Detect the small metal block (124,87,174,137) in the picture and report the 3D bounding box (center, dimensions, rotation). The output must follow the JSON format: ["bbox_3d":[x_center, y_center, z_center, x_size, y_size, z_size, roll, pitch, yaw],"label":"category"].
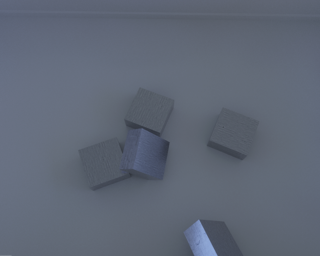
[{"bbox_3d":[-0.014,-0.020,0.417,0.050,0.025,0.050,21,71,7],"label":"small metal block"}]

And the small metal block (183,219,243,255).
[{"bbox_3d":[0.060,0.130,0.339,0.025,0.050,0.050,-47,48,22],"label":"small metal block"}]

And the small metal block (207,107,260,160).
[{"bbox_3d":[0.096,0.008,0.407,0.050,0.025,0.050,22,71,8],"label":"small metal block"}]

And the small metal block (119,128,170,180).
[{"bbox_3d":[-0.018,0.034,0.382,0.025,0.050,0.050,-8,63,43],"label":"small metal block"}]

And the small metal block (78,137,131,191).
[{"bbox_3d":[-0.070,0.046,0.392,0.050,0.025,0.050,-19,71,-7],"label":"small metal block"}]
